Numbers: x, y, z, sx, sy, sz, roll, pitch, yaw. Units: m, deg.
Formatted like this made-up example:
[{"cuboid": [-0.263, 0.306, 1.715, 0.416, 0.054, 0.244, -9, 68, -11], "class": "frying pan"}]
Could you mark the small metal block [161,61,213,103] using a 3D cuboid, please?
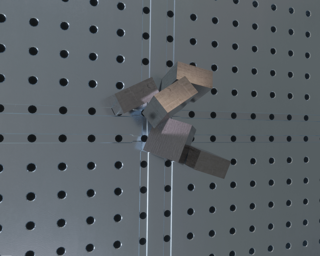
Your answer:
[{"cuboid": [0.035, -0.059, 0.409, 0.050, 0.050, 0.025, 12, 69, -20], "class": "small metal block"}]

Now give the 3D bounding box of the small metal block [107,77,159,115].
[{"cuboid": [-0.034, -0.039, 0.387, 0.050, 0.050, 0.025, -28, 99, -18], "class": "small metal block"}]

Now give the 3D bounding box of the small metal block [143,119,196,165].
[{"cuboid": [0.013, 0.015, 0.403, 0.050, 0.025, 0.050, 18, 82, 22], "class": "small metal block"}]

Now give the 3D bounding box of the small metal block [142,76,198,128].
[{"cuboid": [0.011, -0.031, 0.376, 0.050, 0.050, 0.025, -35, 84, -27], "class": "small metal block"}]

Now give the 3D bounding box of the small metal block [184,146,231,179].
[{"cuboid": [0.057, 0.043, 0.415, 0.050, 0.050, 0.025, 20, 91, -26], "class": "small metal block"}]
